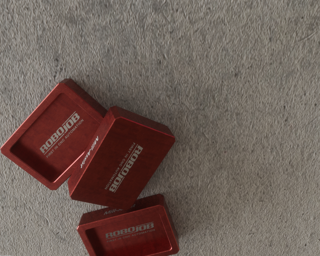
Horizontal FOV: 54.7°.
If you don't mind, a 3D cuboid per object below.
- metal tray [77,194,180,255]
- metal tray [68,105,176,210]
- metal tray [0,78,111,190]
[{"bbox_3d":[-0.045,0.158,0.464,0.131,0.030,0.090,-16,110,5],"label":"metal tray"},{"bbox_3d":[-0.051,0.044,0.405,0.091,0.030,0.129,22,110,-32],"label":"metal tray"},{"bbox_3d":[-0.131,0.011,0.409,0.090,0.030,0.130,43,104,-14],"label":"metal tray"}]
